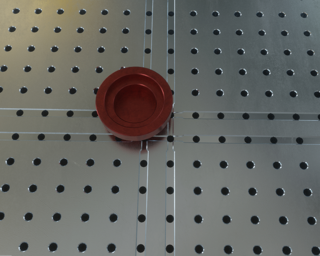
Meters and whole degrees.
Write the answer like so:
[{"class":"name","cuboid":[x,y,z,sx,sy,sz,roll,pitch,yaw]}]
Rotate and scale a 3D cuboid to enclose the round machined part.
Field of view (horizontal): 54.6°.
[{"class":"round machined part","cuboid":[-0.033,-0.029,0.413,0.099,0.042,0.098,0,70,0]}]
